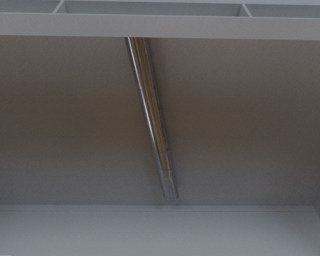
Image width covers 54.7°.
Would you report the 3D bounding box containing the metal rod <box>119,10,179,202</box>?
[{"bbox_3d":[-0.005,-0.002,0.407,0.025,0.025,0.298,-7,130,5],"label":"metal rod"}]
